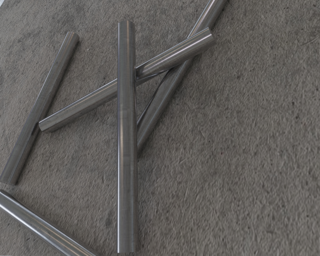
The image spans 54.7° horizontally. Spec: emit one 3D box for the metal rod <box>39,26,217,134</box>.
[{"bbox_3d":[-0.059,-0.060,0.450,0.300,0.025,0.025,-25,53,21],"label":"metal rod"}]

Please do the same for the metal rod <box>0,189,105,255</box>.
[{"bbox_3d":[-0.123,0.139,0.383,0.300,0.025,0.025,16,70,34],"label":"metal rod"}]

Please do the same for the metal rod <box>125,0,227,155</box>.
[{"bbox_3d":[0.029,-0.090,0.443,0.025,0.025,0.300,19,71,35],"label":"metal rod"}]

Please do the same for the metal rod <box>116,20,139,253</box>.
[{"bbox_3d":[-0.042,-0.004,0.390,0.025,0.025,0.299,-11,69,22],"label":"metal rod"}]

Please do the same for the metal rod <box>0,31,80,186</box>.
[{"bbox_3d":[-0.202,-0.047,0.539,0.025,0.025,0.300,0,61,28],"label":"metal rod"}]
